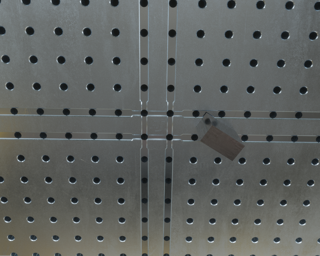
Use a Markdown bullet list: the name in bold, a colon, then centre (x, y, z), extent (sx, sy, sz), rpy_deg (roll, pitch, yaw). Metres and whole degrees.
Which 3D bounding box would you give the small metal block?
- **small metal block**: centre (0.077, 0.010, 0.404), extent (0.050, 0.050, 0.025), rpy_deg (32, 107, -11)
